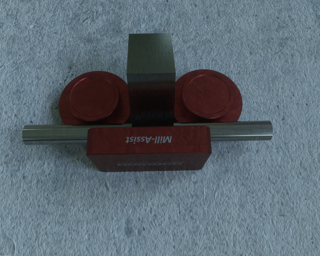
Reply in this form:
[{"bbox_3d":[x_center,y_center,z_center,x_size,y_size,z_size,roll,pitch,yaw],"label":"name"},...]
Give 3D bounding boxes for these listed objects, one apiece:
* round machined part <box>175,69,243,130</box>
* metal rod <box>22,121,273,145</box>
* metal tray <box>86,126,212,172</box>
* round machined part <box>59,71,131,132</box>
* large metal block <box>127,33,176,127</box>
[{"bbox_3d":[0.061,-0.037,0.414,0.099,0.042,0.098,0,70,-1],"label":"round machined part"},{"bbox_3d":[-0.014,0.006,0.385,0.302,0.025,0.025,-1,70,-1],"label":"metal rod"},{"bbox_3d":[-0.012,0.027,0.364,0.131,0.090,0.030,-1,70,-1],"label":"metal tray"},{"bbox_3d":[-0.085,-0.034,0.410,0.099,0.042,0.098,0,70,-1],"label":"round machined part"},{"bbox_3d":[-0.010,-0.057,0.373,0.050,0.080,0.080,-2,47,-2],"label":"large metal block"}]
